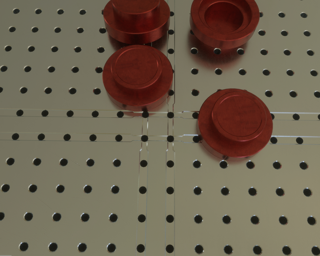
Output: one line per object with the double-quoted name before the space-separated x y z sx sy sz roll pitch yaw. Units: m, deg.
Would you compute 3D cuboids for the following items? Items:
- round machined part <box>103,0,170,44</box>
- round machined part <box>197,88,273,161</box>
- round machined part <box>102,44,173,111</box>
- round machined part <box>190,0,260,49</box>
"round machined part" -0.034 -0.172 0.455 0.099 0.042 0.098 0 57 0
"round machined part" 0.099 -0.009 0.407 0.099 0.042 0.098 0 70 0
"round machined part" -0.031 -0.076 0.430 0.099 0.042 0.098 0 70 0
"round machined part" 0.093 -0.158 0.461 0.099 0.042 0.098 0 70 0
